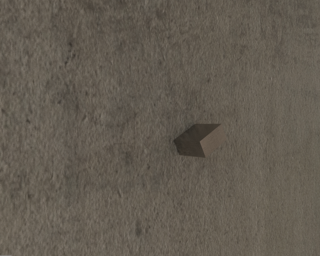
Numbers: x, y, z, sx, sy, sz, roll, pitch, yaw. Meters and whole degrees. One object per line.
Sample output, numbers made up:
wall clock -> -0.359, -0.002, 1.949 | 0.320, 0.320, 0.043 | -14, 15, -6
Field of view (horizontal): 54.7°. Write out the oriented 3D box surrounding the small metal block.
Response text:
small metal block -> 0.057, 0.017, 0.439 | 0.050, 0.050, 0.025 | -35, 112, -35
